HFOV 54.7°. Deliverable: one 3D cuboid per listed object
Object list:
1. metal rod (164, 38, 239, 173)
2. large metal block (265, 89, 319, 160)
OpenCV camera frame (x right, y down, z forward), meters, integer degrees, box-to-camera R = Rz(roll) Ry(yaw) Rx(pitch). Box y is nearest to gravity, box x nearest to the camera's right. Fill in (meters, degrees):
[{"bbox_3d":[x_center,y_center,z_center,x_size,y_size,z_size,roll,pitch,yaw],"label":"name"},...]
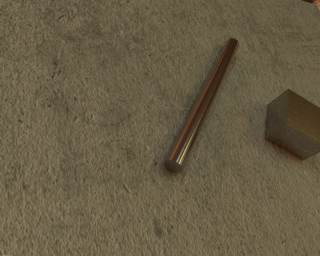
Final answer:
[{"bbox_3d":[0.075,-0.053,0.478,0.025,0.025,0.301,35,51,-6],"label":"metal rod"},{"bbox_3d":[0.227,-0.006,0.516,0.080,0.050,0.080,28,52,-11],"label":"large metal block"}]
